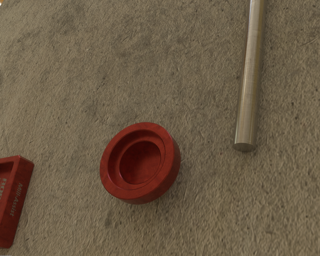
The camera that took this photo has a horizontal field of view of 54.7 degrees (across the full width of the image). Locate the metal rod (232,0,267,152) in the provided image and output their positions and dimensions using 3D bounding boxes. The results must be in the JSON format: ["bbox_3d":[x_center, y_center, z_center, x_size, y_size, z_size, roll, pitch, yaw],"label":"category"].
[{"bbox_3d":[0.123,-0.110,0.406,0.025,0.025,0.300,-1,61,27],"label":"metal rod"}]

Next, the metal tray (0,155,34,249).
[{"bbox_3d":[-0.247,0.110,0.462,0.090,0.030,0.130,-11,57,22],"label":"metal tray"}]

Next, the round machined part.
[{"bbox_3d":[-0.020,0.045,0.376,0.098,0.042,0.098,-13,56,21],"label":"round machined part"}]
